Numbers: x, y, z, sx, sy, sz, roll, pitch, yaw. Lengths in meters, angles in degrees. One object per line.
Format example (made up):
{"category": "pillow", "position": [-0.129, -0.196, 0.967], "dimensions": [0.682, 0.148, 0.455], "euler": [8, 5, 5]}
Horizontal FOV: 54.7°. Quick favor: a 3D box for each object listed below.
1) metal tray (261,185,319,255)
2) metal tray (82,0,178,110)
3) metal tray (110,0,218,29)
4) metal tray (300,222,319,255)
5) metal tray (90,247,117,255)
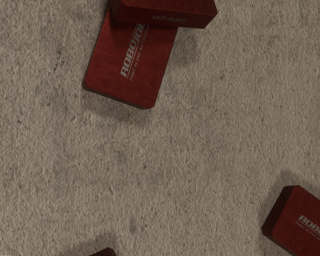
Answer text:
{"category": "metal tray", "position": [0.234, 0.160, 0.475], "dimensions": [0.130, 0.030, 0.090], "euler": [36, 74, -2]}
{"category": "metal tray", "position": [-0.035, -0.098, 0.394], "dimensions": [0.091, 0.030, 0.129], "euler": [19, 84, -20]}
{"category": "metal tray", "position": [0.001, -0.173, 0.384], "dimensions": [0.131, 0.030, 0.090], "euler": [-5, 73, -28]}
{"category": "metal tray", "position": [0.272, 0.234, 0.510], "dimensions": [0.090, 0.030, 0.130], "euler": [25, 82, -19]}
{"category": "metal tray", "position": [-0.103, 0.214, 0.369], "dimensions": [0.131, 0.030, 0.089], "euler": [-19, 97, -19]}
